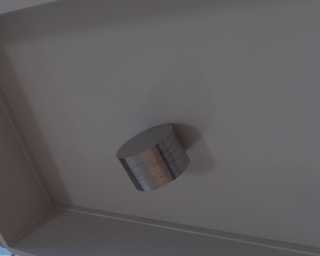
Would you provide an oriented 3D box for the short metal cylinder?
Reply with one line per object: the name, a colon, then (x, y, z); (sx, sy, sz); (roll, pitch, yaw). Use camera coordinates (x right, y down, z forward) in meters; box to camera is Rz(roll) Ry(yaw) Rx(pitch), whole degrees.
short metal cylinder: (-0.009, 0.036, 0.401); (0.080, 0.080, 0.050); (-16, 110, 34)
